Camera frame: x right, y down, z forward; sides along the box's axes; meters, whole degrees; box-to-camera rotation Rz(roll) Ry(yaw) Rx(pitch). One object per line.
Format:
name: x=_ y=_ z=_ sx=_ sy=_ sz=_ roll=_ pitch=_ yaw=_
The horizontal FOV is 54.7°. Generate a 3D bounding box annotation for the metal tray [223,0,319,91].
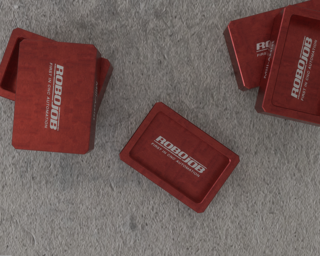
metal tray: x=0.160 y=-0.108 z=0.408 sx=0.131 sy=0.030 sz=0.090 roll=-15 pitch=90 yaw=0

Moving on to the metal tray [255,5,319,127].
metal tray: x=0.177 y=-0.073 z=0.378 sx=0.091 sy=0.030 sz=0.129 roll=13 pitch=90 yaw=0

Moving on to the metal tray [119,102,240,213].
metal tray: x=0.025 y=0.037 z=0.407 sx=0.130 sy=0.030 sz=0.090 roll=35 pitch=90 yaw=0

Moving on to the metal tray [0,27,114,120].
metal tray: x=-0.138 y=-0.065 z=0.406 sx=0.131 sy=0.030 sz=0.090 roll=20 pitch=90 yaw=0

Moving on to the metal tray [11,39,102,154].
metal tray: x=-0.124 y=-0.037 z=0.376 sx=0.091 sy=0.030 sz=0.129 roll=5 pitch=90 yaw=0
